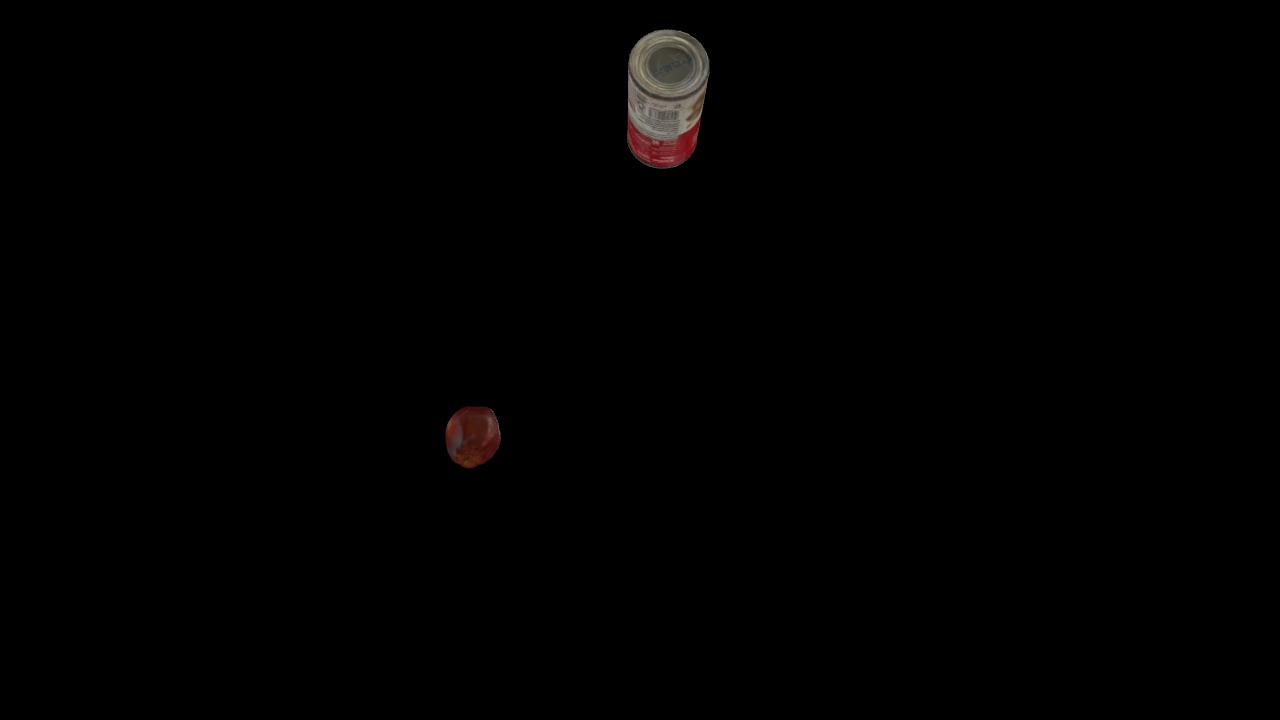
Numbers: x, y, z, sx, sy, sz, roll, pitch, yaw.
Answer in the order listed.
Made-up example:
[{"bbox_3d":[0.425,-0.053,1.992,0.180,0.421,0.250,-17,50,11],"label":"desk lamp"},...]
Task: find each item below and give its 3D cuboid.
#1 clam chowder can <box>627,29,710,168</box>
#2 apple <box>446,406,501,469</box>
[{"bbox_3d":[0.022,-0.225,0.538,0.068,0.068,0.102,0,-14,-1],"label":"clam chowder can"},{"bbox_3d":[-0.237,0.109,0.872,0.079,0.079,0.093,0,36,-10],"label":"apple"}]
